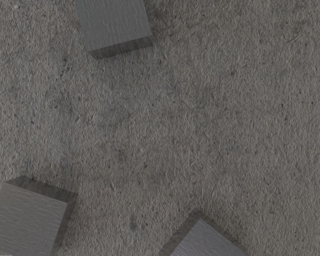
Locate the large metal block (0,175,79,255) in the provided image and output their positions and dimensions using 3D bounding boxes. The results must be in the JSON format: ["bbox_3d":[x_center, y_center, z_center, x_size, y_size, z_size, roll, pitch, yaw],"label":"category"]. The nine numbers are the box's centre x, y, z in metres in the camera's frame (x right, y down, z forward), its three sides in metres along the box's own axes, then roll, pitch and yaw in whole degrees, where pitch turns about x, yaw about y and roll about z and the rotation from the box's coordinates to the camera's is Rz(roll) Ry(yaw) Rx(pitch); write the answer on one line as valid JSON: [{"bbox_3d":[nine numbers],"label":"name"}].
[{"bbox_3d":[-0.162,0.115,0.396,0.080,0.050,0.080,19,90,0],"label":"large metal block"}]

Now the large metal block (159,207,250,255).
[{"bbox_3d":[0.055,0.164,0.398,0.080,0.050,0.080,39,90,0],"label":"large metal block"}]

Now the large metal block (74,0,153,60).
[{"bbox_3d":[-0.058,-0.140,0.397,0.080,0.050,0.080,-15,90,0],"label":"large metal block"}]
